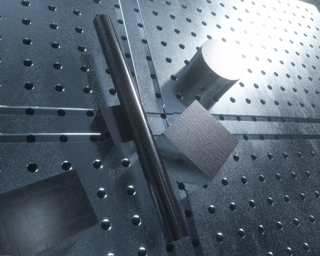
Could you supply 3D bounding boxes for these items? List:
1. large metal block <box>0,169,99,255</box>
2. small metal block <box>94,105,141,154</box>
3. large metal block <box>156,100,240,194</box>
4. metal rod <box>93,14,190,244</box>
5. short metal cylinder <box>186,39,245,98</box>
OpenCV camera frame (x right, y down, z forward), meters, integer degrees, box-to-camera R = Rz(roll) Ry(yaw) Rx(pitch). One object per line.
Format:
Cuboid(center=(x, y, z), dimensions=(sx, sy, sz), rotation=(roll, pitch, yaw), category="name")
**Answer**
Cuboid(center=(-0.109, 0.084, 0.264), dimensions=(0.081, 0.080, 0.050), rotation=(-18, 71, -35), category="large metal block")
Cuboid(center=(-0.047, -0.001, 0.385), dimensions=(0.050, 0.025, 0.050), rotation=(-13, 69, -34), category="small metal block")
Cuboid(center=(0.043, 0.023, 0.403), dimensions=(0.080, 0.050, 0.080), rotation=(44, 51, 2), category="large metal block")
Cuboid(center=(-0.030, -0.016, 0.370), dimensions=(0.025, 0.025, 0.299), rotation=(-7, 65, -32), category="metal rod")
Cuboid(center=(0.089, -0.096, 0.501), dimensions=(0.081, 0.050, 0.080), rotation=(14, 56, -21), category="short metal cylinder")
